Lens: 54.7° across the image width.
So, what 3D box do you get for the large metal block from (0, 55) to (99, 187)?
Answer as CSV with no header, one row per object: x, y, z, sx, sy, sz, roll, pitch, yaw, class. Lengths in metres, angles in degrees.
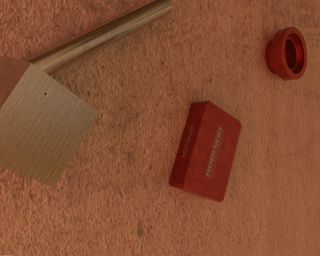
-0.115,-0.005,0.272,0.080,0.050,0.080,42,73,-49,large metal block

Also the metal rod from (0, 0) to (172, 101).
-0.092,-0.083,0.327,0.302,0.025,0.025,-39,114,-33,metal rod

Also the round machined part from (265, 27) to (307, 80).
0.238,-0.139,0.593,0.099,0.042,0.097,0,90,-40,round machined part

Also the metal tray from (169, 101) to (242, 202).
0.071,0.036,0.461,0.090,0.030,0.130,28,73,-37,metal tray
